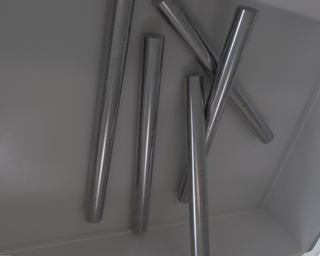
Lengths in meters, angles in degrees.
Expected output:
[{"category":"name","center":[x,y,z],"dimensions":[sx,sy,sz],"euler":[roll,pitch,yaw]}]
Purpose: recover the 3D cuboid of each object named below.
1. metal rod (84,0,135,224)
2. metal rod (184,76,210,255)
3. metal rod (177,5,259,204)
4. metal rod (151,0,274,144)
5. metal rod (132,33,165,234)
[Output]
[{"category":"metal rod","center":[-0.064,-0.006,0.369],"dimensions":[0.025,0.025,0.298],"euler":[-2,120,-28]},{"category":"metal rod","center":[0.050,0.083,0.408],"dimensions":[0.025,0.025,0.298],"euler":[-5,96,-26]},{"category":"metal rod","center":[0.067,-0.008,0.416],"dimensions":[0.025,0.025,0.298],"euler":[-6,128,-26]},{"category":"metal rod","center":[0.089,-0.061,0.419],"dimensions":[0.025,0.025,0.301],"euler":[-46,129,4]},{"category":"metal rod","center":[-0.019,0.027,0.414],"dimensions":[0.025,0.025,0.298],"euler":[-9,122,-24]}]
